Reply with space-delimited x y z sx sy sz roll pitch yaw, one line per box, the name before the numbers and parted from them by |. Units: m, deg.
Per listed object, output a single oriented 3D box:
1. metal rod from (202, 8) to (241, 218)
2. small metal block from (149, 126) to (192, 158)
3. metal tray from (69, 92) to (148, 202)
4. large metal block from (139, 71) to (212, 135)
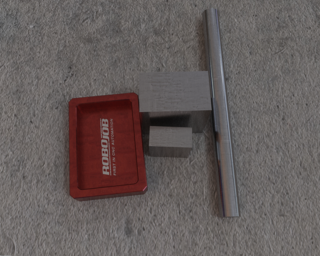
metal rod | 0.080 -0.034 0.421 0.025 0.025 0.299 -1 70 -1
small metal block | 0.013 0.019 0.388 0.050 0.050 0.025 2 70 0
metal tray | -0.067 0.022 0.396 0.091 0.030 0.129 -6 70 -3
large metal block | 0.017 -0.029 0.390 0.081 0.080 0.050 -2 70 -1
